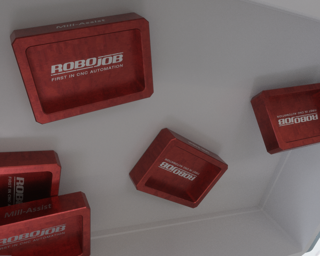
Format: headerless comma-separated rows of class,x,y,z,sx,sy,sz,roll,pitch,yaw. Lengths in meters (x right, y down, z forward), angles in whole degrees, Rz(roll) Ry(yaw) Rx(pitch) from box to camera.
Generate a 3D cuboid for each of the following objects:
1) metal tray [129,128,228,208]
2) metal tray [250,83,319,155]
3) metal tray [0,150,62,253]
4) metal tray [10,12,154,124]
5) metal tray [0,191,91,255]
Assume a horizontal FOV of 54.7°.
metal tray,0.031,0.064,0.461,0.131,0.030,0.090,28,103,-38
metal tray,0.211,-0.017,0.469,0.131,0.090,0.030,-9,166,-20
metal tray,-0.171,0.090,0.367,0.091,0.030,0.129,0,119,-28
metal tray,-0.074,-0.064,0.324,0.131,0.030,0.089,-16,125,-19
metal tray,-0.150,0.130,0.363,0.131,0.030,0.089,-8,122,-25
